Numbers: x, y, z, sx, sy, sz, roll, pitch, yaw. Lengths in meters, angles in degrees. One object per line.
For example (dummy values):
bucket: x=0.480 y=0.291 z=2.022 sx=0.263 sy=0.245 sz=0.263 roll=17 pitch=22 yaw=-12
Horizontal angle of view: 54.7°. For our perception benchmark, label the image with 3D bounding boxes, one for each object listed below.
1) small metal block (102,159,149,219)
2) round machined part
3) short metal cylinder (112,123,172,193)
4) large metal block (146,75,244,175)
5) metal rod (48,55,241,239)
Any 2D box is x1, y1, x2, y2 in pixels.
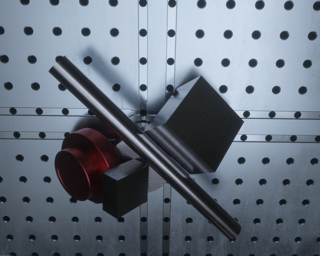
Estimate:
small metal block: x=-0.040 y=0.070 z=0.366 sx=0.025 sy=0.050 sz=0.050 roll=19 pitch=116 yaw=36
round machined part: x=-0.095 y=0.052 z=0.391 sx=0.098 sy=0.042 sz=0.097 roll=18 pitch=120 yaw=34
short metal cylinder: x=-0.024 y=0.039 z=0.410 sx=0.081 sy=0.050 sz=0.079 roll=0 pitch=110 yaw=0
large metal block: x=0.042 y=-0.002 z=0.373 sx=0.080 sy=0.050 sz=0.080 roll=44 pitch=61 yaw=-15
metal rod: x=-0.006 y=0.033 z=0.368 sx=0.025 sy=0.025 sz=0.300 roll=-42 pitch=105 yaw=14
